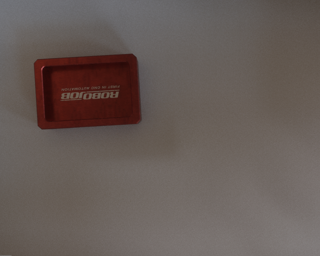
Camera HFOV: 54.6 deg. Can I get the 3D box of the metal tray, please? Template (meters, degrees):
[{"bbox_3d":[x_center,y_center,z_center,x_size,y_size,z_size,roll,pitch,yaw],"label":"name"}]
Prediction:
[{"bbox_3d":[-0.093,-0.046,0.408,0.131,0.030,0.090,-3,90,0],"label":"metal tray"}]
